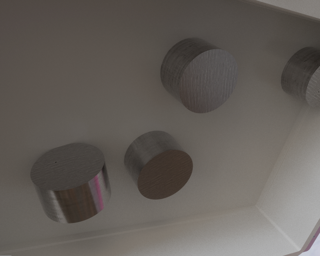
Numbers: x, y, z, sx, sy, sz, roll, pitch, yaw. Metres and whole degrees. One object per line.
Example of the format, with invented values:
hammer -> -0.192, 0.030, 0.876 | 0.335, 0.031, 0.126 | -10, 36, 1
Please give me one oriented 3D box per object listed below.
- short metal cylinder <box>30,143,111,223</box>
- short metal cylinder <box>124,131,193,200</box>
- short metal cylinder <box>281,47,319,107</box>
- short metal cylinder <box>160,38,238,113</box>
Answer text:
short metal cylinder -> -0.100, 0.061, 0.357 | 0.081, 0.080, 0.050 | -17, 126, -19
short metal cylinder -> -0.002, 0.050, 0.424 | 0.081, 0.050, 0.079 | -14, 125, -21
short metal cylinder -> 0.236, -0.079, 0.476 | 0.081, 0.050, 0.079 | -14, 125, -21
short metal cylinder -> 0.047, -0.065, 0.380 | 0.081, 0.050, 0.079 | -14, 124, -21
